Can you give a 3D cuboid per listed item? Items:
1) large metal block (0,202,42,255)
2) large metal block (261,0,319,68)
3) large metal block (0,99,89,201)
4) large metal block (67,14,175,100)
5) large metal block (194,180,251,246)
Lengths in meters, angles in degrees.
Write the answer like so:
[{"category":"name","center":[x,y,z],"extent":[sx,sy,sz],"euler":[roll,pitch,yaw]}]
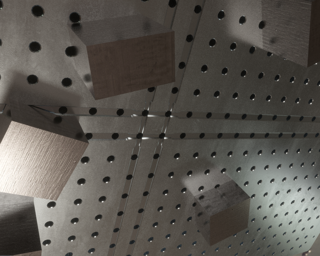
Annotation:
[{"category":"large metal block","center":[-0.187,0.136,0.358],"extent":[0.081,0.080,0.050],"euler":[0,118,-29]},{"category":"large metal block","center":[0.176,-0.134,0.391],"extent":[0.050,0.080,0.080],"euler":[-26,128,-13]},{"category":"large metal block","center":[-0.137,0.026,0.337],"extent":[0.080,0.050,0.080],"euler":[22,107,-37]},{"category":"large metal block","center":[-0.039,-0.075,0.309],"extent":[0.081,0.080,0.050],"euler":[-16,125,-20]},{"category":"large metal block","center":[0.110,0.150,0.551],"extent":[0.081,0.050,0.079],"euler":[-19,126,-18]}]
